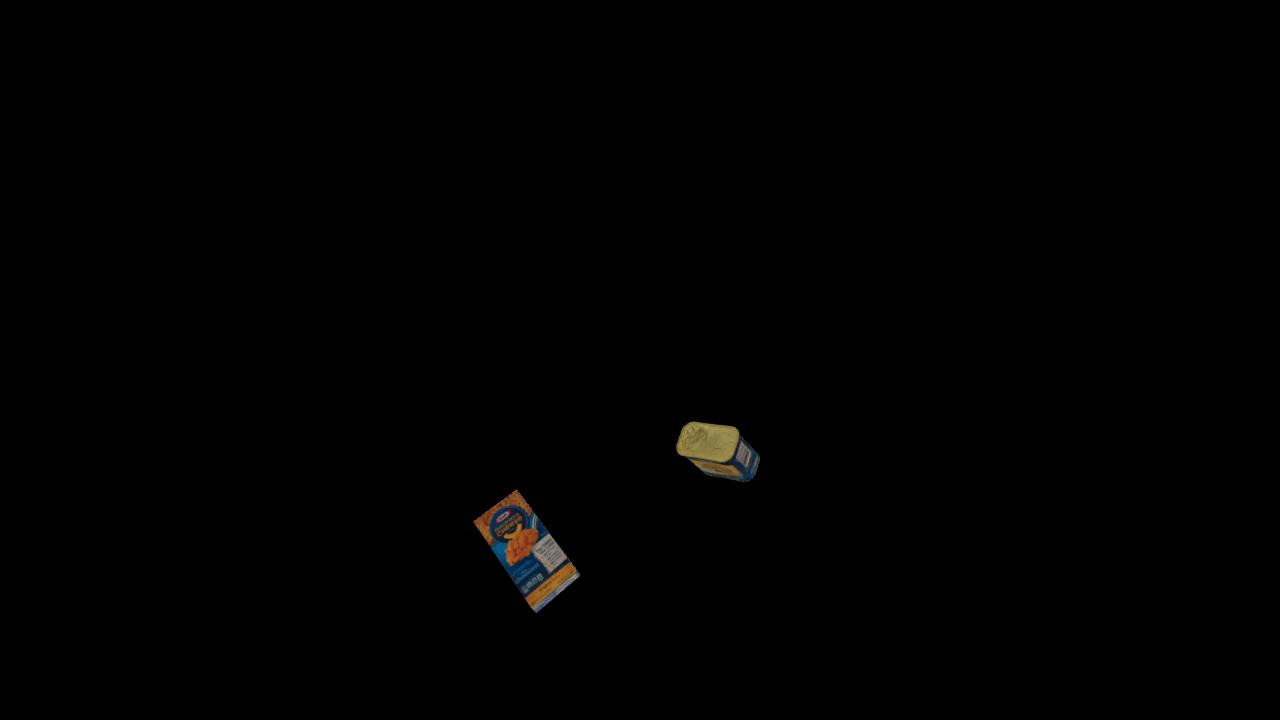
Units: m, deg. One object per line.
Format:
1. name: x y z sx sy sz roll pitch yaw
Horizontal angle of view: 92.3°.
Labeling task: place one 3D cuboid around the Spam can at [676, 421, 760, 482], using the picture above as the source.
1. Spam can: 0.120 0.141 0.932 0.101 0.058 0.085 3 -29 40

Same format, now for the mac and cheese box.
1. mac and cheese box: -0.191 0.316 1.030 0.093 0.184 0.041 -37 -28 -16
